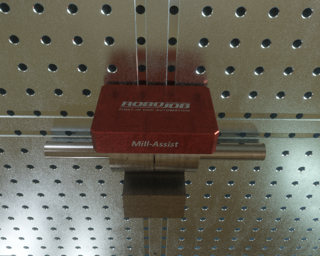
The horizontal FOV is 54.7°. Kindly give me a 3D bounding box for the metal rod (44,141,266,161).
[{"bbox_3d":[-0.006,0.032,0.434,0.302,0.025,0.025,1,130,-1],"label":"metal rod"}]

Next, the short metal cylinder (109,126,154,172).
[{"bbox_3d":[-0.033,0.014,0.384,0.050,0.080,0.079,0,130,-1],"label":"short metal cylinder"}]

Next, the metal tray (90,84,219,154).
[{"bbox_3d":[-0.005,-0.012,0.353,0.131,0.090,0.030,1,130,-1],"label":"metal tray"}]

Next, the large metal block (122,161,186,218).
[{"bbox_3d":[-0.008,0.078,0.437,0.081,0.080,0.050,1,130,-1],"label":"large metal block"}]

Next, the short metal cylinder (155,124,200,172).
[{"bbox_3d":[0.020,0.014,0.384,0.050,0.080,0.079,1,130,-1],"label":"short metal cylinder"}]
